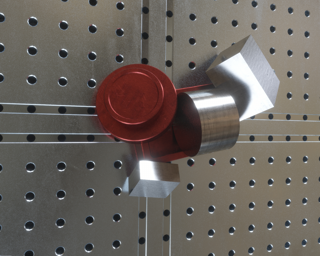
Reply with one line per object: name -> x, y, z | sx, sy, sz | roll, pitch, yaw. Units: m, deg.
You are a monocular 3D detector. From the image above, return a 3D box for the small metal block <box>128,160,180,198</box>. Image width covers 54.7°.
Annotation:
small metal block -> -0.009, 0.066, 0.390 | 0.050, 0.050, 0.025 | 8, 53, -19

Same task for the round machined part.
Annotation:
round machined part -> -0.029, -0.032, 0.369 | 0.099, 0.042, 0.098 | -1, 76, 3

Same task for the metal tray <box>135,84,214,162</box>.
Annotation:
metal tray -> 0.029, -0.007, 0.418 | 0.131, 0.030, 0.089 | -12, 94, -20

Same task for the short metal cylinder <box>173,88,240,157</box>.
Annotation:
short metal cylinder -> 0.054, -0.008, 0.386 | 0.050, 0.080, 0.079 | -10, 94, -21

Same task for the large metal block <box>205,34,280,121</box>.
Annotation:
large metal block -> 0.114, -0.068, 0.417 | 0.080, 0.050, 0.080 | 53, 38, -13
